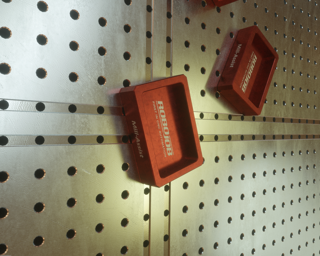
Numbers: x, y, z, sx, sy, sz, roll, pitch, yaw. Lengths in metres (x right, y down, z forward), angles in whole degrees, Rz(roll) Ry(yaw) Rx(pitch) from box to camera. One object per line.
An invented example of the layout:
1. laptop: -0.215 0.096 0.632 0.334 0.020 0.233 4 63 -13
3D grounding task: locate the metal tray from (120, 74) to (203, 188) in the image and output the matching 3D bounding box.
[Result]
1. metal tray: 0.006 0.001 0.409 0.091 0.030 0.129 -21 103 -38

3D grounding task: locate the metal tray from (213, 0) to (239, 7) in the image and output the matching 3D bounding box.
1. metal tray: 0.092 -0.248 0.442 0.130 0.090 0.030 51 60 -28

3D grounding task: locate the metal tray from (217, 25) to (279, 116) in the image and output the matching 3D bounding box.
1. metal tray: 0.155 -0.097 0.533 0.090 0.030 0.130 36 68 -34
